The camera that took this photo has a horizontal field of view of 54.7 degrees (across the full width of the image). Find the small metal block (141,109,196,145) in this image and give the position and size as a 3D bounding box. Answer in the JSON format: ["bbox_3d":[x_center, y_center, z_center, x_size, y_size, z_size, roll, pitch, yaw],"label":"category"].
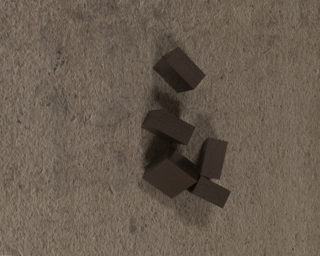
[{"bbox_3d":[0.009,-0.001,0.400,0.050,0.050,0.025,28,81,-18],"label":"small metal block"}]

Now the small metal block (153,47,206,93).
[{"bbox_3d":[0.024,-0.074,0.406,0.050,0.050,0.025,43,76,-15],"label":"small metal block"}]

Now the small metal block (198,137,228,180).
[{"bbox_3d":[0.070,0.042,0.419,0.025,0.050,0.050,14,83,2],"label":"small metal block"}]

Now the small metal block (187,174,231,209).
[{"bbox_3d":[0.058,0.080,0.418,0.050,0.050,0.025,29,84,-19],"label":"small metal block"}]

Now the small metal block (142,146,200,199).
[{"bbox_3d":[0.014,0.058,0.399,0.050,0.050,0.025,38,35,-14],"label":"small metal block"}]
